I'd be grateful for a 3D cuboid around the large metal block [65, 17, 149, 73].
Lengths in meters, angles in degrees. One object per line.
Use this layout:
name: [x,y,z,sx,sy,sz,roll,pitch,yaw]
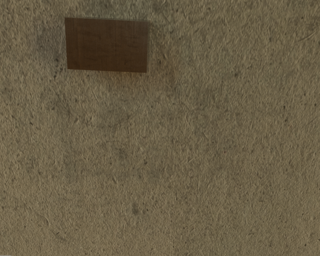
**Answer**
large metal block: [-0.053,-0.095,0.345,0.081,0.080,0.050,3,110,-1]
